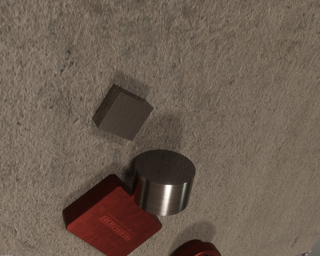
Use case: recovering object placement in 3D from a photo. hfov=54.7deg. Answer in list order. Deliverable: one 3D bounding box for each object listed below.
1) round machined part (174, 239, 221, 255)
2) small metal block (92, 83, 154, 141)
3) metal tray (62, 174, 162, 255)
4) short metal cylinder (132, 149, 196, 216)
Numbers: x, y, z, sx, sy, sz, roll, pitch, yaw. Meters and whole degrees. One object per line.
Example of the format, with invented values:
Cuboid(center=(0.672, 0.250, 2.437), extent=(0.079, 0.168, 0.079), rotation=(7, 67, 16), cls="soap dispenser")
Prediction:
Cuboid(center=(0.064, 0.253, 0.590), extent=(0.099, 0.042, 0.097), rotation=(-14, 125, -21), cls="round machined part")
Cuboid(center=(-0.045, -0.018, 0.373), extent=(0.050, 0.025, 0.050), rotation=(25, 105, -37), cls="small metal block")
Cuboid(center=(-0.065, 0.135, 0.453), extent=(0.090, 0.030, 0.130), rotation=(-38, 130, -3), cls="metal tray")
Cuboid(center=(0.004, 0.072, 0.419), extent=(0.081, 0.080, 0.050), rotation=(-6, 121, -26), cls="short metal cylinder")
